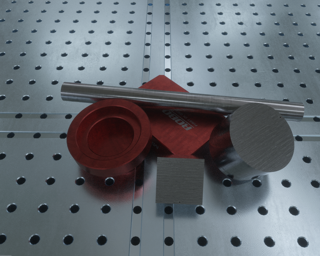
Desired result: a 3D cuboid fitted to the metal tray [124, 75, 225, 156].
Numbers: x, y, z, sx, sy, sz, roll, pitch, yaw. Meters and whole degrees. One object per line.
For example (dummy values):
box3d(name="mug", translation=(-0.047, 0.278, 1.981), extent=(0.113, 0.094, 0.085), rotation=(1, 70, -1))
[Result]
box3d(name="metal tray", translation=(0.015, -0.012, 0.416), extent=(0.091, 0.030, 0.130), rotation=(-36, 59, -27))

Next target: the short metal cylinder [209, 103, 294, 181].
box3d(name="short metal cylinder", translation=(0.105, 0.017, 0.358), extent=(0.081, 0.050, 0.080), rotation=(6, 68, -16))

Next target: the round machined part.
box3d(name="round machined part", translation=(-0.058, 0.015, 0.377), extent=(0.099, 0.042, 0.098), rotation=(-2, 56, 4))

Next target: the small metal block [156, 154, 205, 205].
box3d(name="small metal block", translation=(0.022, 0.056, 0.343), extent=(0.050, 0.025, 0.050), rotation=(2, 93, 1))

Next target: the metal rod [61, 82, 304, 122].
box3d(name="metal rod", translation=(0.025, -0.034, 0.395), extent=(0.302, 0.025, 0.025), rotation=(5, 50, 4))
